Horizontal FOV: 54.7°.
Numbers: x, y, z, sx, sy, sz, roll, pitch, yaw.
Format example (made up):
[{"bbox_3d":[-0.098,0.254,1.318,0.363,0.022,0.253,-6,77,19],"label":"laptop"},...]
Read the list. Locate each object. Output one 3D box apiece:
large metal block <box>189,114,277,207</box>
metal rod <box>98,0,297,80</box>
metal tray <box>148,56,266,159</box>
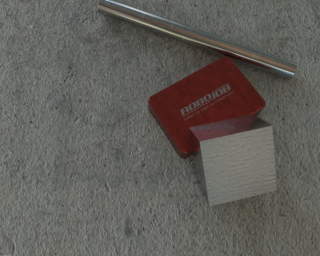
[{"bbox_3d":[0.084,0.036,0.363,0.081,0.050,0.079,-12,108,-5],"label":"large metal block"},{"bbox_3d":[0.050,-0.134,0.457,0.301,0.025,0.025,21,71,7],"label":"metal rod"},{"bbox_3d":[0.061,-0.029,0.417,0.131,0.030,0.090,-30,73,-11],"label":"metal tray"}]
